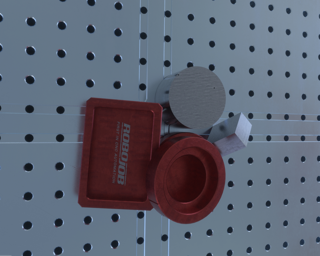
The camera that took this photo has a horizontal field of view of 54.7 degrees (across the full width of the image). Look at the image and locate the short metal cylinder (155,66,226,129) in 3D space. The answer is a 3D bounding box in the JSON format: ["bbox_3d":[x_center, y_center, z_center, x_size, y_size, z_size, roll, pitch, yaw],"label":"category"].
[{"bbox_3d":[0.040,-0.038,0.415,0.081,0.050,0.079,0,90,-21],"label":"short metal cylinder"}]

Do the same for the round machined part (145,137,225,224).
[{"bbox_3d":[0.026,0.058,0.363,0.099,0.042,0.097,-1,93,-31],"label":"round machined part"}]

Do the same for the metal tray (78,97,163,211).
[{"bbox_3d":[-0.048,0.032,0.381,0.091,0.030,0.129,5,88,-6],"label":"metal tray"}]

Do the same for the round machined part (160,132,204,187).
[{"bbox_3d":[0.035,0.054,0.416,0.099,0.042,0.097,0,90,-21],"label":"round machined part"}]

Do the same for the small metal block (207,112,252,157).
[{"bbox_3d":[0.094,0.011,0.425,0.025,0.050,0.050,49,40,-14],"label":"small metal block"}]
